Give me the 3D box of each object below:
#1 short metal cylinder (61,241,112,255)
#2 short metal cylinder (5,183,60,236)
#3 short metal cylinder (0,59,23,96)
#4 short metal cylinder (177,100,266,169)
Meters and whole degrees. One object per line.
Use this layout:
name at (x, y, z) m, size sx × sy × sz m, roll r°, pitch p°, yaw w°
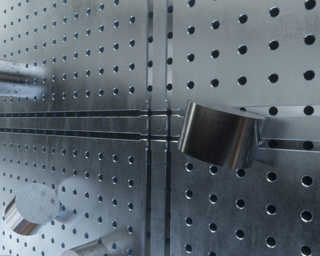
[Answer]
short metal cylinder at (-0.117, 0.226, 0.490) m, size 0.080 × 0.050 × 0.079 m, roll 0°, pitch 90°, yaw 40°
short metal cylinder at (-0.232, 0.148, 0.566) m, size 0.050 × 0.081 × 0.080 m, roll -44°, pitch 64°, yaw 31°
short metal cylinder at (-0.344, -0.110, 0.678) m, size 0.080 × 0.050 × 0.079 m, roll 0°, pitch 90°, yaw 40°
short metal cylinder at (0.063, 0.004, 0.322) m, size 0.080 × 0.081 × 0.050 m, roll 21°, pitch 104°, yaw 38°
